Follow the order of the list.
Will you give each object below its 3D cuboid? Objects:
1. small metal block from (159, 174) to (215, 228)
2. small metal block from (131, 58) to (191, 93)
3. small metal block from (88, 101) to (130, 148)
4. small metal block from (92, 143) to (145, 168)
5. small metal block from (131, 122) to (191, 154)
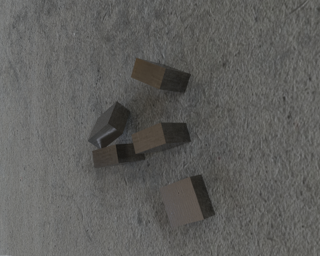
[{"bbox_3d":[0.032,0.089,0.378,0.050,0.025,0.050,-28,72,36],"label":"small metal block"},{"bbox_3d":[0.001,-0.066,0.388,0.050,0.050,0.025,28,108,36],"label":"small metal block"},{"bbox_3d":[-0.073,-0.003,0.448,0.050,0.025,0.050,-36,27,34],"label":"small metal block"},{"bbox_3d":[-0.058,0.039,0.437,0.050,0.050,0.025,-16,80,39],"label":"small metal block"},{"bbox_3d":[0.002,0.013,0.387,0.050,0.050,0.025,-22,76,38],"label":"small metal block"}]
